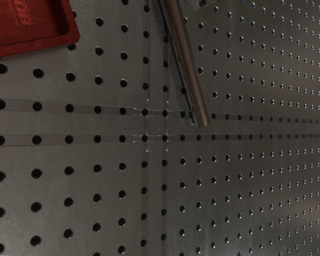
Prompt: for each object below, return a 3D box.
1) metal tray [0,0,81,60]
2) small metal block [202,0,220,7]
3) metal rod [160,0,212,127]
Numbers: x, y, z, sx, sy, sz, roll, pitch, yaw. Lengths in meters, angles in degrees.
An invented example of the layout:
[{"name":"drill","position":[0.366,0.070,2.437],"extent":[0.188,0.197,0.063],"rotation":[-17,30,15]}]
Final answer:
[{"name":"metal tray","position":[-0.139,-0.135,0.289],"extent":[0.091,0.030,0.129],"rotation":[-26,106,-37]},{"name":"small metal block","position":[0.080,-0.225,0.478],"extent":[0.050,0.025,0.050],"rotation":[-51,120,-28]},{"name":"metal rod","position":[0.022,-0.144,0.429],"extent":[0.025,0.025,0.298],"rotation":[-29,108,-37]}]
